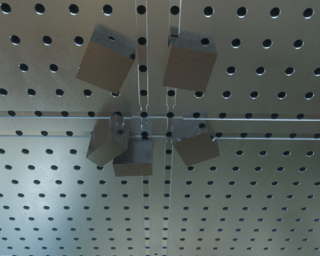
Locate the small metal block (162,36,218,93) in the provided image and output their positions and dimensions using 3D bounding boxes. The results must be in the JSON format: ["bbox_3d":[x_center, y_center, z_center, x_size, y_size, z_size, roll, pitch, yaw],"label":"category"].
[{"bbox_3d":[0.032,-0.071,0.351,0.050,0.025,0.050,8,130,-7],"label":"small metal block"}]

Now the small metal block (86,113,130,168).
[{"bbox_3d":[-0.067,0.016,0.408,0.050,0.050,0.025,-35,122,26],"label":"small metal block"}]

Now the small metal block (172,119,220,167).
[{"bbox_3d":[0.050,0.022,0.430,0.050,0.025,0.050,-20,127,16],"label":"small metal block"}]

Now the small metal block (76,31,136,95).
[{"bbox_3d":[-0.061,-0.072,0.349,0.050,0.025,0.050,21,127,-17],"label":"small metal block"}]

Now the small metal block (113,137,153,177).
[{"bbox_3d":[-0.036,0.039,0.428,0.050,0.050,0.025,-2,130,2],"label":"small metal block"}]
